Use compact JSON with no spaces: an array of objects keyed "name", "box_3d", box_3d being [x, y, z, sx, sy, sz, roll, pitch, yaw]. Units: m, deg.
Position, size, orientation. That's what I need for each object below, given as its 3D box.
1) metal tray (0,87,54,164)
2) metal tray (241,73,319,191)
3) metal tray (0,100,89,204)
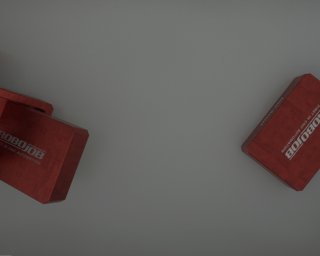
[{"name":"metal tray","box_3d":[-0.202,-0.006,0.362,0.030,0.131,0.090,21,91,39]},{"name":"metal tray","box_3d":[0.184,0.005,0.410,0.090,0.030,0.130,38,90,0]},{"name":"metal tray","box_3d":[-0.158,0.024,0.371,0.130,0.030,0.090,20,89,22]}]
